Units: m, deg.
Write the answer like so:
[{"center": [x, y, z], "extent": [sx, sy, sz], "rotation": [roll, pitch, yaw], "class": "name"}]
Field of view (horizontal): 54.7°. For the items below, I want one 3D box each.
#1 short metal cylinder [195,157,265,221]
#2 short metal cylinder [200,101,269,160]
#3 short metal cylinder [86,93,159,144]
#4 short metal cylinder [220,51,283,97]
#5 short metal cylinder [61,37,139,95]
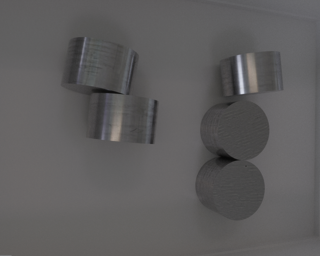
[{"center": [0.097, 0.082, 0.433], "extent": [0.081, 0.050, 0.080], "rotation": [0, 90, -20], "class": "short metal cylinder"}, {"center": [0.104, 0.003, 0.435], "extent": [0.081, 0.050, 0.080], "rotation": [0, 90, -20], "class": "short metal cylinder"}, {"center": [-0.044, -0.010, 0.365], "extent": [0.081, 0.080, 0.050], "rotation": [6, 88, -20], "class": "short metal cylinder"}, {"center": [0.125, -0.072, 0.427], "extent": [0.081, 0.080, 0.050], "rotation": [-7, 93, -20], "class": "short metal cylinder"}, {"center": [-0.068, -0.065, 0.356], "extent": [0.081, 0.080, 0.050], "rotation": [11, 86, -20], "class": "short metal cylinder"}]
